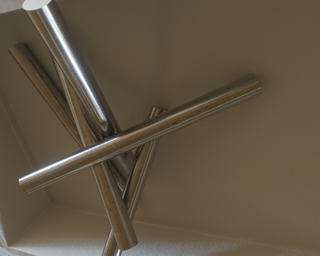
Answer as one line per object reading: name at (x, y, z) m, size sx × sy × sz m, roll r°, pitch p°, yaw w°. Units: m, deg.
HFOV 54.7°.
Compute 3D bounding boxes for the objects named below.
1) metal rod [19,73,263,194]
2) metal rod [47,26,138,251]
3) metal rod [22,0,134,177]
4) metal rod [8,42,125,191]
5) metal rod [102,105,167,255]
metal rod at (-0.032, 0.012, 0.357) m, size 0.301 × 0.025 × 0.025 m, roll -23°, pitch 107°, yaw 11°
metal rod at (-0.091, 0.008, 0.397) m, size 0.025 × 0.025 × 0.299 m, roll -23°, pitch 86°, yaw 36°
metal rod at (-0.066, -0.012, 0.359) m, size 0.025 × 0.025 × 0.299 m, roll 12°, pitch 148°, yaw 22°
metal rod at (-0.127, 0.005, 0.478) m, size 0.025 × 0.025 × 0.299 m, roll -24°, pitch 106°, yaw 37°
metal rod at (-0.047, 0.115, 0.416) m, size 0.025 × 0.025 × 0.298 m, roll 21°, pitch 98°, yaw 16°
